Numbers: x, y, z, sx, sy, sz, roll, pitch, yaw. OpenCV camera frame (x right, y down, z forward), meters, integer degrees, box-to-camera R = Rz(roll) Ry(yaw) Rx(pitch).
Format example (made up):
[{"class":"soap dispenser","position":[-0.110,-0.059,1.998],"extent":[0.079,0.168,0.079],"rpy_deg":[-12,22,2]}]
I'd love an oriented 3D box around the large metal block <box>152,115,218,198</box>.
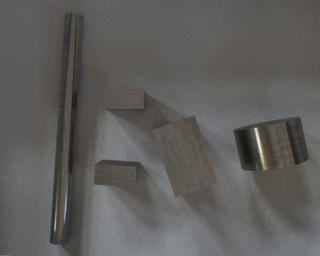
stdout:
[{"class":"large metal block","position":[0.028,0.031,0.384],"extent":[0.050,0.080,0.080],"rpy_deg":[-19,90,0]}]

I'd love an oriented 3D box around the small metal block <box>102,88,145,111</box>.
[{"class":"small metal block","position":[-0.045,-0.036,0.398],"extent":[0.050,0.050,0.025],"rpy_deg":[0,90,-1]}]

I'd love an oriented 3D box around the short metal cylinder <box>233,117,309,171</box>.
[{"class":"short metal cylinder","position":[0.137,0.019,0.386],"extent":[0.080,0.080,0.050],"rpy_deg":[-12,90,0]}]

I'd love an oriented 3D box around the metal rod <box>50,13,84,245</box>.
[{"class":"metal rod","position":[-0.123,0.001,0.409],"extent":[0.025,0.025,0.298],"rpy_deg":[4,90,-1]}]

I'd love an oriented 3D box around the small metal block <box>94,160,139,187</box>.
[{"class":"small metal block","position":[-0.054,0.057,0.398],"extent":[0.050,0.050,0.025],"rpy_deg":[4,90,-1]}]
